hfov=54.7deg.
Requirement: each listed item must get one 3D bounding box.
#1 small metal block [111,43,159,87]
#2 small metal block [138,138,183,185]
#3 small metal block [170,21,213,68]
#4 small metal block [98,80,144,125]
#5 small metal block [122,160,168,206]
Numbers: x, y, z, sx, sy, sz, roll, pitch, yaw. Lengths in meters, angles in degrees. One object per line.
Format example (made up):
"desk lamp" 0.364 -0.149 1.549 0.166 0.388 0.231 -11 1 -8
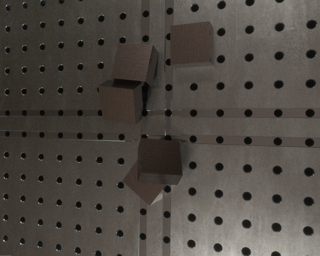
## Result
"small metal block" -0.034 -0.085 0.419 0.050 0.025 0.050 9 83 19
"small metal block" -0.001 0.042 0.388 0.050 0.025 0.050 6 51 -11
"small metal block" 0.041 -0.106 0.398 0.050 0.025 0.050 0 90 19
"small metal block" -0.052 -0.036 0.419 0.050 0.025 0.050 9 120 19
"small metal block" -0.014 0.067 0.417 0.050 0.025 0.050 39 102 15
